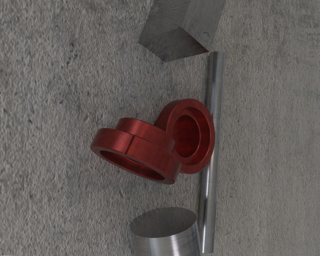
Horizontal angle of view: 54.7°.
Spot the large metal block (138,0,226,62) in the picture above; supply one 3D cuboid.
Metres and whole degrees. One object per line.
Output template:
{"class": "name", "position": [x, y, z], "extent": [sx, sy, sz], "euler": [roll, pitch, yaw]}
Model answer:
{"class": "large metal block", "position": [0.028, -0.136, 0.391], "extent": [0.050, 0.080, 0.080], "euler": [30, 71, -36]}

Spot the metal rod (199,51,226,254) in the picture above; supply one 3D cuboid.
{"class": "metal rod", "position": [0.078, 0.034, 0.470], "extent": [0.025, 0.025, 0.298], "euler": [7, 86, -40]}

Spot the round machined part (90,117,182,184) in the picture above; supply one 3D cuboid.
{"class": "round machined part", "position": [-0.022, 0.023, 0.339], "extent": [0.098, 0.098, 0.042], "euler": [36, 68, -34]}

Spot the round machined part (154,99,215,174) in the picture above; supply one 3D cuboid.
{"class": "round machined part", "position": [0.028, 0.011, 0.413], "extent": [0.099, 0.042, 0.097], "euler": [2, 88, -45]}

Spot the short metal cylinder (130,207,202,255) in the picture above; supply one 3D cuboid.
{"class": "short metal cylinder", "position": [0.008, 0.136, 0.376], "extent": [0.081, 0.080, 0.050], "euler": [-15, 100, -39]}
